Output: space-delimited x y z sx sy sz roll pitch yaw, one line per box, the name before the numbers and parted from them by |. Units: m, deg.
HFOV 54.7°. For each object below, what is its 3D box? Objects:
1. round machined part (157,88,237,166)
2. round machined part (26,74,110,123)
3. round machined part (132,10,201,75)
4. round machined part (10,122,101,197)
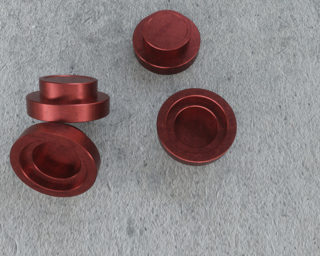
round machined part | 0.045 0.001 0.399 0.099 0.042 0.098 0 70 0
round machined part | -0.112 -0.040 0.381 0.099 0.098 0.042 4 107 1
round machined part | 0.009 -0.130 0.446 0.099 0.042 0.098 0 70 0
round machined part | -0.119 0.033 0.367 0.099 0.097 0.042 4 35 1
